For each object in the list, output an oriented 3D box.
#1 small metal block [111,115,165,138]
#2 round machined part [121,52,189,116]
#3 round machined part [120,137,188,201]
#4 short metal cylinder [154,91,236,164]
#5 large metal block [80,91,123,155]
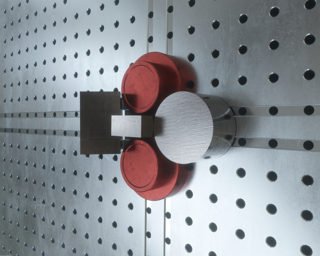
[{"bbox_3d":[-0.024,-0.002,0.385,0.050,0.050,0.025,2,92,40],"label":"small metal block"},{"bbox_3d":[-0.013,-0.052,0.410,0.098,0.042,0.097,0,90,40],"label":"round machined part"},{"bbox_3d":[-0.015,0.048,0.411,0.098,0.042,0.097,0,90,40],"label":"round machined part"},{"bbox_3d":[0.039,-0.001,0.359,0.080,0.050,0.080,0,90,40],"label":"short metal cylinder"},{"bbox_3d":[-0.078,-0.007,0.431,0.050,0.080,0.080,0,90,-4],"label":"large metal block"}]
